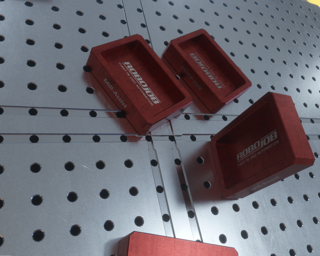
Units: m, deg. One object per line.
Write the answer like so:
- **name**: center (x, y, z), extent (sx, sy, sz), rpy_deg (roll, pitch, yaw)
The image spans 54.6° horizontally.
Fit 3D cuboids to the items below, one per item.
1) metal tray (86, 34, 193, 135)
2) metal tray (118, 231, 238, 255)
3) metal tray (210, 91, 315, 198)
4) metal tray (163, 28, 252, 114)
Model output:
- **metal tray**: center (-0.027, -0.064, 0.428), extent (0.091, 0.030, 0.130), rpy_deg (-31, 79, -38)
- **metal tray**: center (0.020, 0.163, 0.316), extent (0.131, 0.030, 0.090), rpy_deg (16, 55, -19)
- **metal tray**: center (0.118, 0.027, 0.387), extent (0.030, 0.129, 0.090), rpy_deg (6, 59, -25)
- **metal tray**: center (0.078, -0.096, 0.504), extent (0.091, 0.030, 0.130), rpy_deg (-33, 80, -38)
